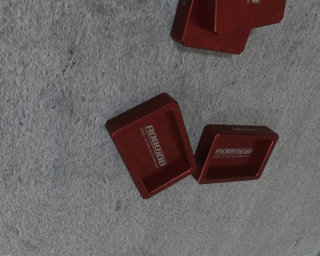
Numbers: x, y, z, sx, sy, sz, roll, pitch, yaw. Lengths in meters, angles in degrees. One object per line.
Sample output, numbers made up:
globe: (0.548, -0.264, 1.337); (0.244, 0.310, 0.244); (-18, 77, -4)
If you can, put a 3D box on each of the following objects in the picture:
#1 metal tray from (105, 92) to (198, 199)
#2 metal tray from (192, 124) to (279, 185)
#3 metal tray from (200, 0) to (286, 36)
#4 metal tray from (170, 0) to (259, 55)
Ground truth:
metal tray: (-0.007, 0.028, 0.416); (0.090, 0.030, 0.129); (-28, 128, -11)
metal tray: (0.119, 0.041, 0.493); (0.131, 0.030, 0.089); (1, 118, -29)
metal tray: (0.087, -0.167, 0.308); (0.091, 0.030, 0.129); (-17, 125, -19)
metal tray: (0.072, -0.154, 0.347); (0.091, 0.030, 0.129); (0, 118, -29)
